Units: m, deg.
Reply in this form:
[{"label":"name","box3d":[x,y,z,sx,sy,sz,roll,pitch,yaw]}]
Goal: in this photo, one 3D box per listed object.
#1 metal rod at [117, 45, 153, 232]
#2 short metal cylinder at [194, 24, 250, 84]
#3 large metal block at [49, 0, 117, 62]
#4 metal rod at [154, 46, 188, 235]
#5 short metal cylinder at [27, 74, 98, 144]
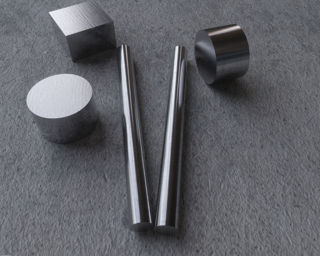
[{"label":"metal rod","box3d":[-0.039,-0.012,0.412,0.025,0.025,0.300,-6,50,-5]},{"label":"short metal cylinder","box3d":[0.090,-0.109,0.460,0.050,0.080,0.080,-14,52,-11]},{"label":"large metal block","box3d":[-0.130,-0.166,0.526,0.081,0.050,0.080,-25,55,-20]},{"label":"metal rod","box3d":[0.020,-0.010,0.411,0.025,0.025,0.300,4,50,3]},{"label":"short metal cylinder","box3d":[-0.126,-0.026,0.408,0.081,0.050,0.080,0,50,0]}]
